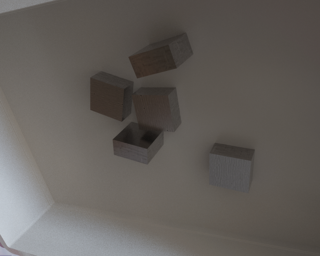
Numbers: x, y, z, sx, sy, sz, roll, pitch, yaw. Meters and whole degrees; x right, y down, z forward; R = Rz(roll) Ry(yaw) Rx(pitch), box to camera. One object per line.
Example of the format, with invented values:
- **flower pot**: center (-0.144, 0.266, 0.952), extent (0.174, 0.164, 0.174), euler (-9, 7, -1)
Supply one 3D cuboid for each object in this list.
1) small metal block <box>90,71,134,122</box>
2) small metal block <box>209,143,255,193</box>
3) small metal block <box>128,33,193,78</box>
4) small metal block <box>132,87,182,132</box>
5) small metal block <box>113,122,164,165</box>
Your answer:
- **small metal block**: center (-0.065, -0.043, 0.417), extent (0.050, 0.025, 0.050), euler (20, 126, 16)
- **small metal block**: center (0.090, 0.050, 0.392), extent (0.050, 0.025, 0.050), euler (9, 123, 23)
- **small metal block**: center (0.002, -0.080, 0.342), extent (0.050, 0.050, 0.025), euler (-8, 114, 32)
- **small metal block**: center (-0.004, -0.024, 0.396), extent (0.050, 0.025, 0.050), euler (4, 120, 26)
- **small metal block**: center (-0.028, 0.019, 0.419), extent (0.050, 0.050, 0.025), euler (14, 124, 20)
